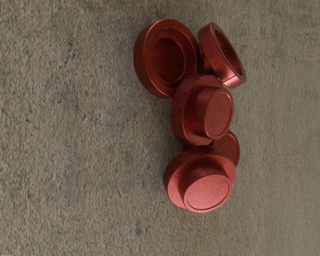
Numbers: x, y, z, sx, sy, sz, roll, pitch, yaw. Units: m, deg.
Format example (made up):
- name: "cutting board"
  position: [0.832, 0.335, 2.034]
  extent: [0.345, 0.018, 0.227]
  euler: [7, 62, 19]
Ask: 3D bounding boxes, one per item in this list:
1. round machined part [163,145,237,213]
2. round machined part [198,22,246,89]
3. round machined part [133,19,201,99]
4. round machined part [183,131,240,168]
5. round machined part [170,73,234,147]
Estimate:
- name: "round machined part"
  position: [0.057, 0.074, 0.412]
  extent: [0.099, 0.042, 0.097]
  euler: [-8, 124, -12]
- name: "round machined part"
  position: [0.082, -0.099, 0.448]
  extent: [0.098, 0.042, 0.098]
  euler: [40, 35, -35]
- name: "round machined part"
  position: [0.005, -0.086, 0.401]
  extent: [0.099, 0.042, 0.097]
  euler: [0, 90, -40]
- name: "round machined part"
  position: [0.084, 0.037, 0.468]
  extent: [0.099, 0.042, 0.097]
  euler: [0, 90, -40]
- name: "round machined part"
  position: [0.061, -0.021, 0.406]
  extent: [0.099, 0.042, 0.097]
  euler: [-17, 113, -45]
